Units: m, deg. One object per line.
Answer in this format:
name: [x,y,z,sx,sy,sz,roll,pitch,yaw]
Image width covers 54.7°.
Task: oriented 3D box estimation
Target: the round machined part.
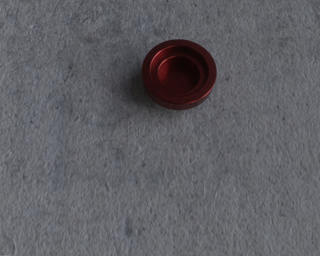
round machined part: [0.025,-0.069,0.424,0.099,0.042,0.098,0,70,-1]
